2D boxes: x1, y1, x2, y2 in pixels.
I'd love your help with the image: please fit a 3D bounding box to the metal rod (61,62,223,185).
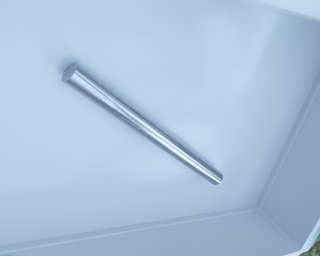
[{"bbox_3d":[0.000,0.012,0.415,0.025,0.025,0.301,-48,129,6],"label":"metal rod"}]
